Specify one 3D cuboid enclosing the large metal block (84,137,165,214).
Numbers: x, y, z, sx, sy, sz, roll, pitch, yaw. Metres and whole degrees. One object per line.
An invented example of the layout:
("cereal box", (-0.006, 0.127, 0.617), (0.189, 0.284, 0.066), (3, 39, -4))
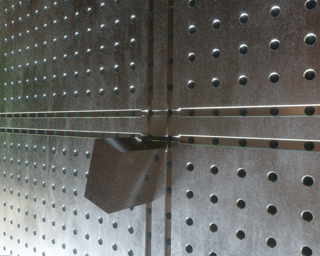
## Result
("large metal block", (-0.046, 0.058, 0.413), (0.050, 0.081, 0.080), (21, 104, 38))
